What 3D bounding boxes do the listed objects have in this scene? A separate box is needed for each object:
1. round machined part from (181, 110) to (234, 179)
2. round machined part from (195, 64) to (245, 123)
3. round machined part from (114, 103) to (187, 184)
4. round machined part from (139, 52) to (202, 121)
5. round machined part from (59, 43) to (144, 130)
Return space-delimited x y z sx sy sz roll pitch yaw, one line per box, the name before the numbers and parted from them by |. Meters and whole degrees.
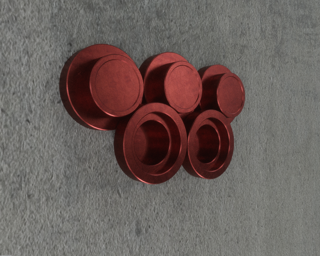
round machined part | 0.060 0.023 0.448 0.099 0.042 0.097 0 90 -40
round machined part | 0.094 -0.049 0.477 0.099 0.042 0.097 0 90 -40
round machined part | -0.016 0.018 0.384 0.099 0.042 0.097 0 90 -40
round machined part | 0.018 -0.053 0.413 0.099 0.042 0.097 0 90 -40
round machined part | -0.058 -0.046 0.348 0.099 0.042 0.097 0 90 -40
